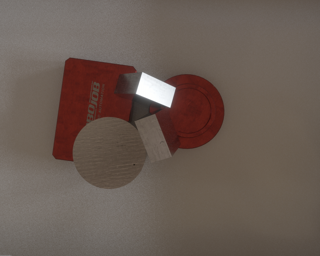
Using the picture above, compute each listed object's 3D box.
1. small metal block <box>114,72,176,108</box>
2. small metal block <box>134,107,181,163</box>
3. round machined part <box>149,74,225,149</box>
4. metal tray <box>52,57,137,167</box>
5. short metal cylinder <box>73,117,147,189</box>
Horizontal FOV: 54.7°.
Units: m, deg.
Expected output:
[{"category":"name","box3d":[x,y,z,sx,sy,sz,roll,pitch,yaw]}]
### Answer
[{"category":"small metal block","box3d":[-0.019,-0.045,0.372,0.050,0.050,0.025,19,83,-37]},{"category":"small metal block","box3d":[-0.001,0.006,0.358,0.025,0.050,0.050,-19,97,18]},{"category":"round machined part","box3d":[0.035,-0.021,0.401,0.099,0.042,0.097,0,90,-1]},{"category":"metal tray","box3d":[-0.083,-0.020,0.404,0.091,0.030,0.129,8,90,-1]},{"category":"short metal cylinder","box3d":[-0.056,0.027,0.367,0.081,0.050,0.079,0,90,-1]}]
